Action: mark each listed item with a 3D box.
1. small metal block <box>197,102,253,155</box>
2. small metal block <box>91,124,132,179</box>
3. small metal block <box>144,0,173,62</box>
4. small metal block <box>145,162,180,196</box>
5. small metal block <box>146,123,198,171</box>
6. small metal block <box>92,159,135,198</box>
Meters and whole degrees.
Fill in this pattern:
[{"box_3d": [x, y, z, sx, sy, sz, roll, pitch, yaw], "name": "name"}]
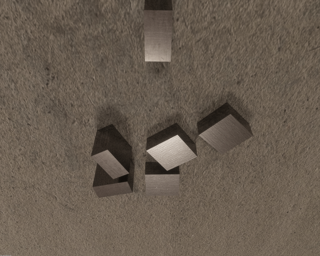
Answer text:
[{"box_3d": [0.085, 0.002, 0.410, 0.050, 0.025, 0.050, -37, 122, 26], "name": "small metal block"}, {"box_3d": [-0.064, 0.032, 0.417, 0.025, 0.050, 0.050, -23, 127, 18], "name": "small metal block"}, {"box_3d": [-0.002, -0.100, 0.306, 0.025, 0.050, 0.050, 0, 130, -1], "name": "small metal block"}, {"box_3d": [0.004, 0.078, 0.474, 0.050, 0.025, 0.050, -1, 130, 0], "name": "small metal block"}, {"box_3d": [0.016, 0.027, 0.431, 0.050, 0.025, 0.050, -28, 125, 21], "name": "small metal block"}, {"box_3d": [-0.066, 0.070, 0.450, 0.050, 0.050, 0.025, -10, 130, 8], "name": "small metal block"}]
